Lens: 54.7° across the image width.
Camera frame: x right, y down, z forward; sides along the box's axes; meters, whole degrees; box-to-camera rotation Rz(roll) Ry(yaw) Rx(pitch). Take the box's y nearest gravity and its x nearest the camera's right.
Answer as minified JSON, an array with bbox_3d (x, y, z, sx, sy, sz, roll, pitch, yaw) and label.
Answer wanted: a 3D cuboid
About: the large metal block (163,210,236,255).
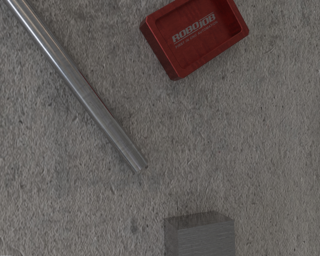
[{"bbox_3d":[0.053,0.162,0.416,0.081,0.050,0.080,-3,91,-20],"label":"large metal block"}]

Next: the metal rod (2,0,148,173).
[{"bbox_3d":[-0.110,-0.070,0.368,0.025,0.025,0.299,-39,103,-16],"label":"metal rod"}]

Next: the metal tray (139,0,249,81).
[{"bbox_3d":[0.049,-0.135,0.424,0.131,0.030,0.090,-36,102,-17],"label":"metal tray"}]
